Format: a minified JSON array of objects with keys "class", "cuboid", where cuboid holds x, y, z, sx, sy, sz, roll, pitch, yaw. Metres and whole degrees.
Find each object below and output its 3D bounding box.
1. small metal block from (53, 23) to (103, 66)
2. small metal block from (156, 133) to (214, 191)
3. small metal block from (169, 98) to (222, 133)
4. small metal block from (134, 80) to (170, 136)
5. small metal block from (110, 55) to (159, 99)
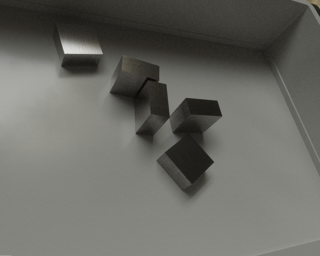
[{"class":"small metal block","cuboid":[-0.110,-0.111,0.414,0.050,0.025,0.050,-8,66,-32]},{"class":"small metal block","cuboid":[0.033,0.043,0.397,0.050,0.025,0.050,49,51,6]},{"class":"small metal block","cuboid":[0.048,-0.016,0.425,0.050,0.050,0.025,2,61,-27]},{"class":"small metal block","cuboid":[-0.012,-0.025,0.398,0.025,0.050,0.050,9,58,-24]},{"class":"small metal block","cuboid":[-0.034,-0.064,0.410,0.050,0.050,0.025,13,56,-21]}]
